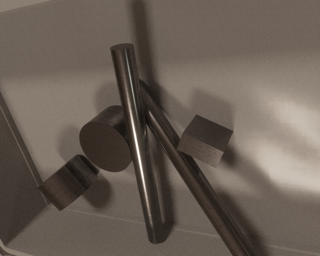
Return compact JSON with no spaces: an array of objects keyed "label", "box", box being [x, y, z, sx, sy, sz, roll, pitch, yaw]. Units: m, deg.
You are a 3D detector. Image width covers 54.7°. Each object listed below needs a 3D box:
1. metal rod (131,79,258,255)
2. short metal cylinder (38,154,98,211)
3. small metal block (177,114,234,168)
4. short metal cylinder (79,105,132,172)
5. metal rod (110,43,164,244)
[{"label":"metal rod","box":[0.047,0.069,0.377,0.025,0.025,0.299,-38,82,38]},{"label":"short metal cylinder","box":[-0.149,0.088,0.503,0.080,0.080,0.050,-34,99,38]},{"label":"small metal block","box":[0.055,0.014,0.371,0.050,0.050,0.025,26,125,12]},{"label":"short metal cylinder","box":[-0.064,0.015,0.434,0.080,0.050,0.079,13,124,20]},{"label":"metal rod","box":[-0.023,0.041,0.403,0.025,0.025,0.298,7,124,24]}]
